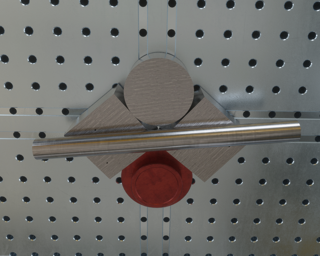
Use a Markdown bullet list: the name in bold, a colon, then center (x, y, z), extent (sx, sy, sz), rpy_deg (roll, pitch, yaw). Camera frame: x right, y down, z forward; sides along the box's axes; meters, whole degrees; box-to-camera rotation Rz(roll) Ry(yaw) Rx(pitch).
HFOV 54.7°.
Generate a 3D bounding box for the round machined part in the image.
- **round machined part**: center (-0.004, 0.070, 0.426), extent (0.099, 0.042, 0.097), rpy_deg (0, 110, 0)

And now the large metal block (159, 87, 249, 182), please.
- **large metal block**: center (0.054, 0.008, 0.397), extent (0.080, 0.050, 0.080), rpy_deg (40, 106, -14)

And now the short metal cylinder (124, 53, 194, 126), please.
- **short metal cylinder**: center (-0.001, -0.049, 0.378), extent (0.081, 0.050, 0.079), rpy_deg (0, 110, 0)

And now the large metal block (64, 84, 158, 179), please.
- **large metal block**: center (-0.059, 0.004, 0.397), extent (0.080, 0.050, 0.080), rpy_deg (-38, 108, 12)

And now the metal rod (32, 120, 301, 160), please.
- **metal rod**: center (0.006, 0.014, 0.359), extent (0.302, 0.025, 0.025), rpy_deg (-4, 110, 2)
